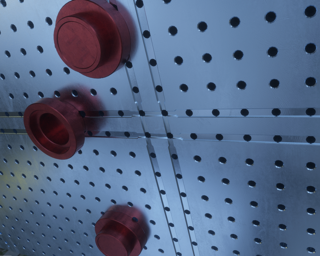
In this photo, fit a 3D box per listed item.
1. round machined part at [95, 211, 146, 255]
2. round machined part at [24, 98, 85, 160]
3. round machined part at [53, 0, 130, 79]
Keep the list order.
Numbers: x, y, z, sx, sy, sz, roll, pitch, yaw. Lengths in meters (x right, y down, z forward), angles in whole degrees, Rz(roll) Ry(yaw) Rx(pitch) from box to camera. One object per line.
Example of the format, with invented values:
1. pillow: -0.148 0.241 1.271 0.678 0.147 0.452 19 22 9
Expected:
1. round machined part: -0.078 0.203 0.565 0.098 0.042 0.097 13 124 20
2. round machined part: -0.157 -0.003 0.479 0.098 0.042 0.097 13 124 20
3. round machined part: -0.089 -0.106 0.380 0.098 0.042 0.097 13 124 20
